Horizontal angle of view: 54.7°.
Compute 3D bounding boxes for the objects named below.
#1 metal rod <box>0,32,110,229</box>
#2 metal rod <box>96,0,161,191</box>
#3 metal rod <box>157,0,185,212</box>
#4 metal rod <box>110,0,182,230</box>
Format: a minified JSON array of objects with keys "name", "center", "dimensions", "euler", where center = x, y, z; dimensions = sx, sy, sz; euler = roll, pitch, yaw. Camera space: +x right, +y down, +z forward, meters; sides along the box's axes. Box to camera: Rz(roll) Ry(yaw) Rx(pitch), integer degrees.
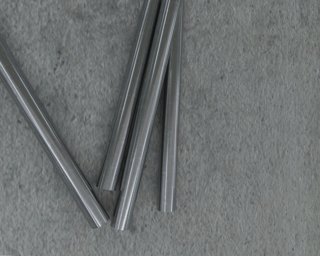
[{"name":"metal rod","center":[-0.142,-0.014,0.356],"dimensions":[0.025,0.025,0.299],"euler":[-31,101,-18]},{"name":"metal rod","center":[-0.032,-0.070,0.397],"dimensions":[0.025,0.025,0.299],"euler":[16,85,-20]},{"name":"metal rod","center":[0.015,-0.040,0.415],"dimensions":[0.025,0.025,0.298],"euler":[3,89,-20]},{"name":"metal rod","center":[-0.017,-0.021,0.391],"dimensions":[0.025,0.025,0.298],"euler":[13,90,-20]}]
